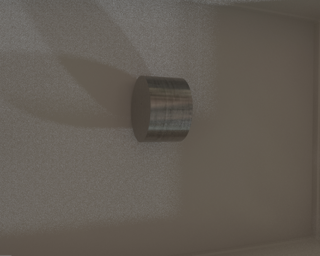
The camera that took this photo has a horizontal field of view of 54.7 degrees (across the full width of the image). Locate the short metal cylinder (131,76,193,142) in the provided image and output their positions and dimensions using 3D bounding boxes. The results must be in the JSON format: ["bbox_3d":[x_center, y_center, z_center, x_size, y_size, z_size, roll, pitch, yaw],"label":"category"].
[{"bbox_3d":[0.000,-0.023,0.380,0.050,0.080,0.079,0,90,-20],"label":"short metal cylinder"}]
